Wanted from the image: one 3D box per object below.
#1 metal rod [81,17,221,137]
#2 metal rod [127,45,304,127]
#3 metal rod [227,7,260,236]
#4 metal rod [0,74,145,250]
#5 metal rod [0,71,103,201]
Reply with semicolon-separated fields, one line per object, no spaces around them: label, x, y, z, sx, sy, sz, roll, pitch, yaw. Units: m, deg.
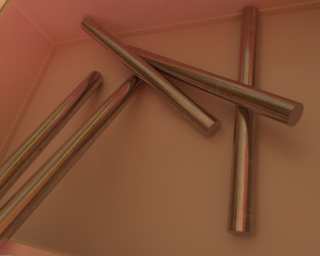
metal rod;-0.029;-0.087;0.448;0.025;0.025;0.300;-45;59;-3
metal rod;0.040;-0.068;0.405;0.025;0.025;0.300;-51;45;-8
metal rod;0.103;-0.029;0.369;0.025;0.025;0.300;-4;60;26
metal rod;-0.092;0.015;0.366;0.025;0.025;0.301;1;37;29
metal rod;-0.149;0.006;0.403;0.025;0.025;0.301;-6;34;25
